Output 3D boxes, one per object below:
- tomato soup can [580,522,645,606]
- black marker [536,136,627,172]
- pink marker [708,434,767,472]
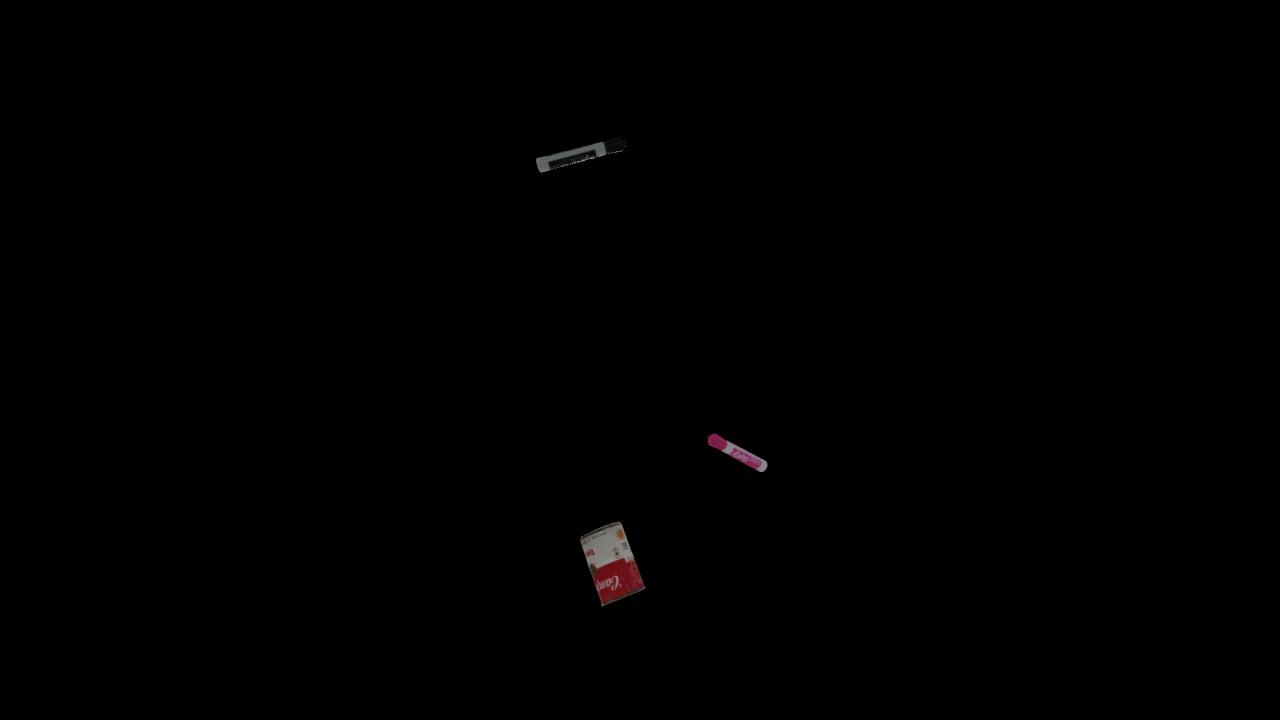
[{"bbox_3d":[-0.040,0.294,0.892,0.068,0.101,0.068,-19,-19,-7],"label":"tomato soup can"},{"bbox_3d":[-0.077,-0.272,0.812,0.121,0.020,0.020,-13,-1,4],"label":"black marker"},{"bbox_3d":[0.140,0.134,0.887,0.121,0.020,0.020,30,-18,-34],"label":"pink marker"}]
